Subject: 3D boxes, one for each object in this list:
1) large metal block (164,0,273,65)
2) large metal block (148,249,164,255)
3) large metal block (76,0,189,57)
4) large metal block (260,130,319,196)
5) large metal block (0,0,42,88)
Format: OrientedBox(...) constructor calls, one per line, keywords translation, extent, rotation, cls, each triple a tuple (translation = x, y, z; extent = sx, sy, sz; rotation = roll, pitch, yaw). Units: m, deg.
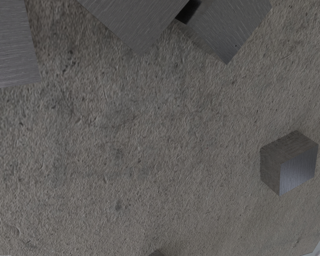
OrientedBox(translation=(0.064, -0.128, 0.335), extent=(0.080, 0.050, 0.080), rotation=(-52, 142, 9), cls="large metal block")
OrientedBox(translation=(0.009, 0.276, 0.547), extent=(0.050, 0.080, 0.080), rotation=(-37, 129, -3), cls="large metal block")
OrientedBox(translation=(-0.028, -0.129, 0.295), extent=(0.080, 0.050, 0.080), rotation=(-49, 129, 6), cls="large metal block")
OrientedBox(translation=(0.229, 0.062, 0.554), extent=(0.081, 0.050, 0.080), rotation=(-24, 127, -14), cls="large metal block")
OrientedBox(translation=(-0.152, -0.078, 0.259), extent=(0.081, 0.050, 0.079), rotation=(-13, 124, -21), cls="large metal block")
